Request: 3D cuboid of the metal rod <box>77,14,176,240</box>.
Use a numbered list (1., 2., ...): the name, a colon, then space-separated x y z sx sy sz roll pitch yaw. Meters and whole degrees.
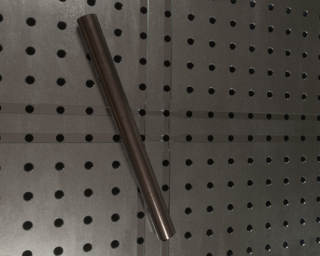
1. metal rod: -0.040 0.004 0.398 0.025 0.025 0.298 -22 98 -19
